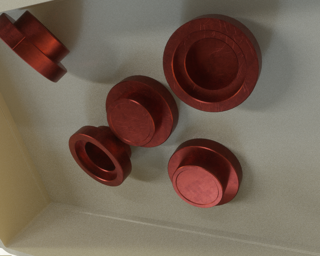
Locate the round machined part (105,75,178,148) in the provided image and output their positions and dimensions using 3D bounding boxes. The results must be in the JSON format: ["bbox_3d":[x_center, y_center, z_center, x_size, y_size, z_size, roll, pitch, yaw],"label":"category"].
[{"bbox_3d":[-0.029,-0.015,0.402,0.098,0.042,0.097,13,124,20],"label":"round machined part"}]

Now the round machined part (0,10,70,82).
[{"bbox_3d":[-0.153,-0.106,0.387,0.098,0.098,0.042,45,90,-4],"label":"round machined part"}]

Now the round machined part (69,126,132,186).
[{"bbox_3d":[-0.081,0.036,0.453,0.098,0.042,0.097,21,137,22],"label":"round machined part"}]

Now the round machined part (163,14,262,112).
[{"bbox_3d":[0.056,-0.069,0.325,0.098,0.042,0.097,13,124,20],"label":"round machined part"}]

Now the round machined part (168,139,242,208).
[{"bbox_3d":[0.055,0.066,0.409,0.098,0.042,0.097,13,124,20],"label":"round machined part"}]
